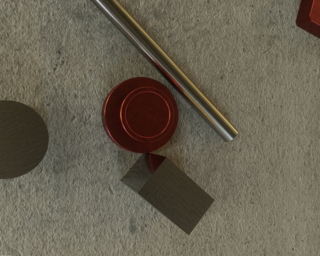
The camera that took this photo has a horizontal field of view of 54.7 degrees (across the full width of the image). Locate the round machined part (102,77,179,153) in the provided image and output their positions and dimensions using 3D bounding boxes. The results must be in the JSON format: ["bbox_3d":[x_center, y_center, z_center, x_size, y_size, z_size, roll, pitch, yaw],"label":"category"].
[{"bbox_3d":[-0.021,-0.016,0.393,0.099,0.042,0.097,0,90,-21],"label":"round machined part"}]

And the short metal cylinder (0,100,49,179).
[{"bbox_3d":[-0.164,0.012,0.335,0.081,0.050,0.079,0,90,-21],"label":"short metal cylinder"}]

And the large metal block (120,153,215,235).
[{"bbox_3d":[0.006,0.077,0.383,0.080,0.080,0.050,43,76,-15],"label":"large metal block"}]

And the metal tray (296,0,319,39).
[{"bbox_3d":[0.284,-0.216,0.513,0.091,0.030,0.129,19,84,-20],"label":"metal tray"}]

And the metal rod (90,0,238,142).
[{"bbox_3d":[0.000,-0.090,0.409,0.300,0.025,0.025,45,76,-15],"label":"metal rod"}]
